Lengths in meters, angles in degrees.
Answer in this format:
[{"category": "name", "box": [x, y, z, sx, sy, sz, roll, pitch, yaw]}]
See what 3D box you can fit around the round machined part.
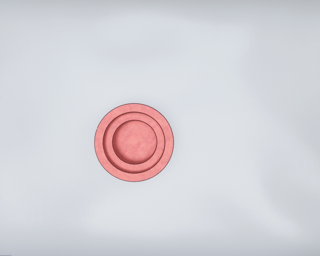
[{"category": "round machined part", "box": [-0.032, 0.018, 0.403, 0.099, 0.042, 0.097, 0, 90, 0]}]
